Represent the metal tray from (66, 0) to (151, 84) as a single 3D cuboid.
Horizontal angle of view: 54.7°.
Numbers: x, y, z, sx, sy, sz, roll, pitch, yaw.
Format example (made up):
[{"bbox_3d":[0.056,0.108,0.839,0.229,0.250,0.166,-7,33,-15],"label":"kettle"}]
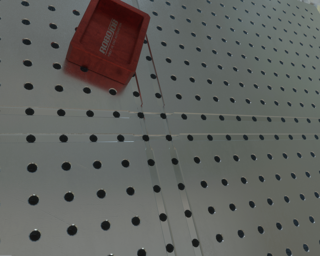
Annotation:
[{"bbox_3d":[-0.070,-0.134,0.450,0.091,0.030,0.130,22,53,-16],"label":"metal tray"}]
